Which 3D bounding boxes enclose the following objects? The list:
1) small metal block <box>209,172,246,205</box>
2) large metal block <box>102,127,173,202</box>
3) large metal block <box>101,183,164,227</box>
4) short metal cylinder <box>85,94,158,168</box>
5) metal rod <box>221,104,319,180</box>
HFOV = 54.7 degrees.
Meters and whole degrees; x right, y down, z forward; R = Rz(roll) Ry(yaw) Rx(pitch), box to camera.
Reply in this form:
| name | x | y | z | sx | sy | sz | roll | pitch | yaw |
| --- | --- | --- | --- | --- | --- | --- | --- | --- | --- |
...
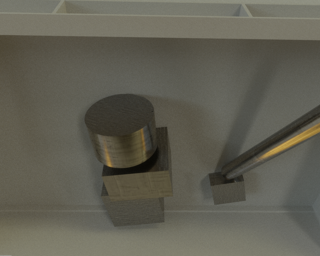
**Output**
| name | x | y | z | sx | sy | sz | roll | pitch | yaw |
| --- | --- | --- | --- | --- | --- | --- | --- | --- | --- |
| small metal block | 0.107 | 0.094 | 0.491 | 0.050 | 0.025 | 0.050 | -10 | 130 | 8 |
| large metal block | -0.027 | 0.047 | 0.413 | 0.080 | 0.080 | 0.050 | -6 | 130 | 4 |
| large metal block | -0.039 | 0.107 | 0.483 | 0.080 | 0.050 | 0.080 | -7 | 130 | 5 |
| short metal cylinder | -0.045 | 0.002 | 0.374 | 0.080 | 0.080 | 0.050 | -3 | 130 | 2 |
| metal rod | 0.147 | 0.008 | 0.341 | 0.025 | 0.025 | 0.299 | 13 | 153 | -12 |
